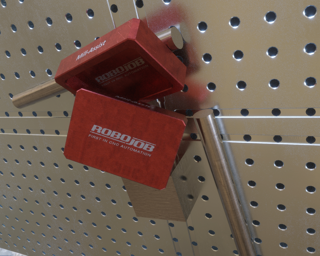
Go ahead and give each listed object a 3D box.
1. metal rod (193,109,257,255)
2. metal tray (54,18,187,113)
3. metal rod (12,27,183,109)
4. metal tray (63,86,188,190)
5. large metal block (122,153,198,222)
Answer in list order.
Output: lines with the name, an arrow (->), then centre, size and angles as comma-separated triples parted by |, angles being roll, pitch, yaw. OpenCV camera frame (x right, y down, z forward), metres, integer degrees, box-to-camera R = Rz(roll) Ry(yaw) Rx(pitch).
metal rod -> 0.101, 0.112, 0.426 | 0.025, 0.025, 0.298 | -7, 115, 31
metal tray -> -0.047, -0.062, 0.361 | 0.130, 0.030, 0.090 | -16, 142, 36
metal rod -> -0.104, -0.071, 0.420 | 0.300, 0.025, 0.025 | -13, 112, 33
metal tray -> -0.042, 0.011, 0.373 | 0.131, 0.030, 0.089 | 18, 106, 4
large metal block -> 0.000, 0.083, 0.445 | 0.080, 0.050, 0.080 | -3, 117, 29
